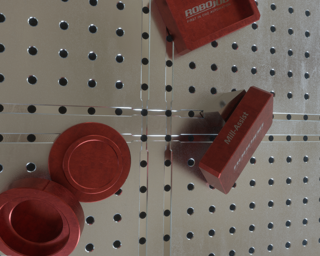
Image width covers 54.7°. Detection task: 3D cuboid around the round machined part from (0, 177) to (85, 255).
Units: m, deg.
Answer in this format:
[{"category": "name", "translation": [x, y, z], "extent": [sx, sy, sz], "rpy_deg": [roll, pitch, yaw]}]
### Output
[{"category": "round machined part", "translation": [-0.132, 0.097, 0.341], "extent": [0.099, 0.042, 0.097], "rpy_deg": [0, 110, 1]}]

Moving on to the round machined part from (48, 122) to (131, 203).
[{"category": "round machined part", "translation": [-0.082, 0.042, 0.373], "extent": [0.099, 0.042, 0.097], "rpy_deg": [0, 90, -20]}]

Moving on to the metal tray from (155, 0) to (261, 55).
[{"category": "metal tray", "translation": [0.069, -0.169, 0.434], "extent": [0.131, 0.030, 0.090], "rpy_deg": [-28, 100, -18]}]

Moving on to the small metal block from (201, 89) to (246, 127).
[{"category": "small metal block", "translation": [0.093, -0.027, 0.433], "extent": [0.050, 0.050, 0.025], "rpy_deg": [-39, 103, -15]}]

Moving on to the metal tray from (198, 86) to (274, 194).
[{"category": "metal tray", "translation": [0.107, 0.019, 0.420], "extent": [0.130, 0.030, 0.090], "rpy_deg": [-54, 151, -12]}]
